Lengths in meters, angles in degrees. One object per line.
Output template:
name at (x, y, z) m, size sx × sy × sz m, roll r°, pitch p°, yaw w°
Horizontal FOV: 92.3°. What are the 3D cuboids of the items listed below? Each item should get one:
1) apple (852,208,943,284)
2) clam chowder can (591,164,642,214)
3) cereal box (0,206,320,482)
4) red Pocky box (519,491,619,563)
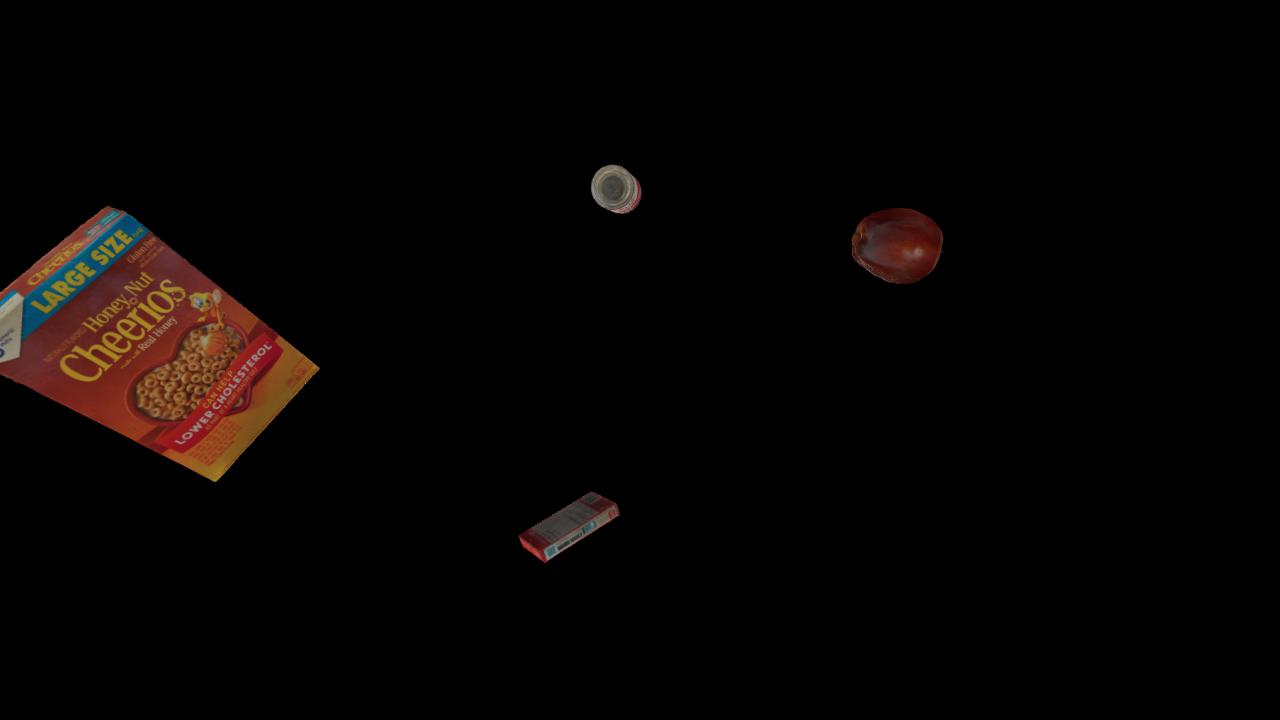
apple at (0.277, -0.123, 0.660) m, size 0.093 × 0.079 × 0.079 m, roll 13°, pitch 0°, yaw 1°
clam chowder can at (-0.036, -0.266, 0.962) m, size 0.068 × 0.068 × 0.102 m, roll 0°, pitch 10°, yaw 6°
cereal box at (-0.587, -0.007, 0.760) m, size 0.081 × 0.203 × 0.306 m, roll 19°, pitch -27°, yaw 32°
red Pocky box at (-0.119, 0.279, 1.039) m, size 0.155 × 0.028 × 0.083 m, roll -26°, pitch 20°, yaw -31°
